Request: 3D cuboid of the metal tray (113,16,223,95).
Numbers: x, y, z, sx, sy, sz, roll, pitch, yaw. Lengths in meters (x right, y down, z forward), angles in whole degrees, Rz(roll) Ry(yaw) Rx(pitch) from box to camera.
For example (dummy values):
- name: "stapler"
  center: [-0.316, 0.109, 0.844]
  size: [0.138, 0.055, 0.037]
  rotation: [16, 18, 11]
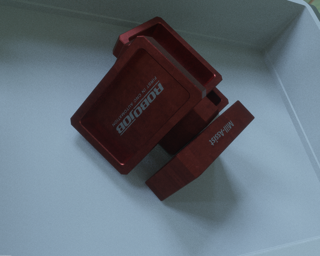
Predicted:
- name: "metal tray"
  center: [0.012, -0.085, 0.422]
  size: [0.130, 0.030, 0.090]
  rotation: [45, 51, 3]

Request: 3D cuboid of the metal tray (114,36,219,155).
- name: "metal tray"
  center: [-0.003, -0.037, 0.383]
  size: [0.130, 0.090, 0.030]
  rotation: [45, 51, 2]

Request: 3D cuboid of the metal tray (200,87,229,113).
- name: "metal tray"
  center: [0.028, -0.057, 0.453]
  size: [0.130, 0.030, 0.091]
  rotation: [46, 52, 5]

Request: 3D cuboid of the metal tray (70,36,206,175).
- name: "metal tray"
  center: [-0.026, -0.023, 0.339]
  size: [0.090, 0.130, 0.030]
  rotation: [45, 20, 2]

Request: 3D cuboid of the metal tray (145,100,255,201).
- name: "metal tray"
  center: [0.049, 0.026, 0.374]
  size: [0.030, 0.090, 0.131]
  rotation: [49, 51, 5]
